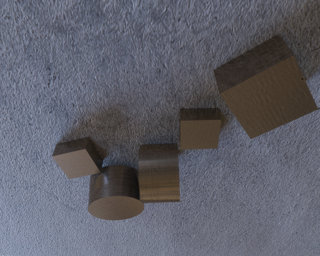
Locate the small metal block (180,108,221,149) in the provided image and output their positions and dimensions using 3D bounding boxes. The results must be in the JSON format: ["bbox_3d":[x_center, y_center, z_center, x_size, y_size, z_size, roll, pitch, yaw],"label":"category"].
[{"bbox_3d":[0.052,0.001,0.409,0.050,0.025,0.050,-1,130,1],"label":"small metal block"}]

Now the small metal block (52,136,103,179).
[{"bbox_3d":[-0.116,0.044,0.443,0.050,0.025,0.050,-13,129,11],"label":"small metal block"}]

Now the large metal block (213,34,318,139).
[{"bbox_3d":[0.119,-0.045,0.354,0.080,0.050,0.080,-28,125,21],"label":"large metal block"}]

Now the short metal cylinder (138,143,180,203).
[{"bbox_3d":[0.000,0.061,0.423,0.050,0.080,0.079,-2,130,2],"label":"short metal cylinder"}]

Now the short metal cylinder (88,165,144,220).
[{"bbox_3d":[-0.065,0.098,0.465,0.081,0.050,0.080,-4,141,-3],"label":"short metal cylinder"}]
